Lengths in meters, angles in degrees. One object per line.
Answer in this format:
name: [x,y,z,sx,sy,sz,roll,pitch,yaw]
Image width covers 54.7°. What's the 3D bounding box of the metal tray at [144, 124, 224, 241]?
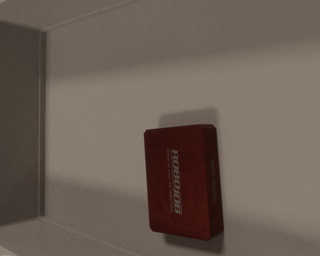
metal tray: [0.027,0.063,0.380,0.090,0.030,0.129,-6,86,39]
